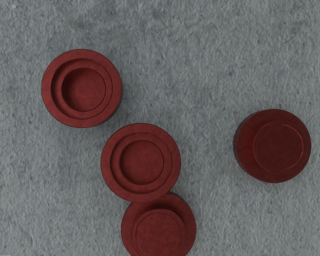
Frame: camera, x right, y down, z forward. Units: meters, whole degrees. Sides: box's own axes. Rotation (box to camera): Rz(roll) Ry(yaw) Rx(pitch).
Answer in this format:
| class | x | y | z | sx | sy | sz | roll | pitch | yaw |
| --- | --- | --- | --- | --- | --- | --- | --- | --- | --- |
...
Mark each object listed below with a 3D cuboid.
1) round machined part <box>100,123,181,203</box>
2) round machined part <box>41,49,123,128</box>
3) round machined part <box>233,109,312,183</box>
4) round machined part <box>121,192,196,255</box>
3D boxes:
| class | x | y | z | sx | sy | sz | roll | pitch | yaw |
| --- | --- | --- | --- | --- | --- | --- | --- | --- | --- |
| round machined part | -0.023 | 0.044 | 0.398 | 0.099 | 0.042 | 0.097 | 0 | 85 | 1 |
| round machined part | -0.096 | -0.049 | 0.400 | 0.099 | 0.042 | 0.097 | 0 | 90 | -1 |
| round machined part | 0.149 | 0.024 | 0.404 | 0.099 | 0.042 | 0.097 | 0 | 90 | -1 |
| round machined part | -0.002 | 0.132 | 0.402 | 0.099 | 0.042 | 0.097 | 0 | 90 | -1 |
